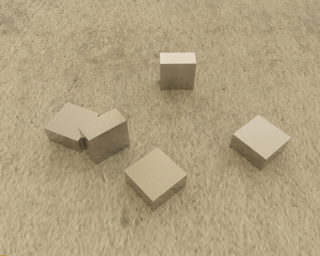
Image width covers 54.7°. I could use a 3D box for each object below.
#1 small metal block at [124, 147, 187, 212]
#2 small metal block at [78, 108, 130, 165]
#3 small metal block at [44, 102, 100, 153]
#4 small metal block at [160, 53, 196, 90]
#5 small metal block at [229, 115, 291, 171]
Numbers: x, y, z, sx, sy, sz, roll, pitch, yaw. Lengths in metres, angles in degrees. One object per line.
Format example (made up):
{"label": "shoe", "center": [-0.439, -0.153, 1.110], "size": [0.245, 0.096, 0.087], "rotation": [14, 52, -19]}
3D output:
{"label": "small metal block", "center": [-0.005, 0.058, 0.355], "size": [0.050, 0.025, 0.050], "rotation": [-34, 58, -25]}
{"label": "small metal block", "center": [-0.066, 0.011, 0.377], "size": [0.050, 0.050, 0.025], "rotation": [-30, 57, -23]}
{"label": "small metal block", "center": [-0.112, -0.001, 0.403], "size": [0.050, 0.025, 0.050], "rotation": [19, 52, 15]}
{"label": "small metal block", "center": [0.025, -0.083, 0.457], "size": [0.050, 0.050, 0.025], "rotation": [-1, 50, -1]}
{"label": "small metal block", "center": [0.126, 0.018, 0.390], "size": [0.050, 0.025, 0.050], "rotation": [-33, 58, -25]}
